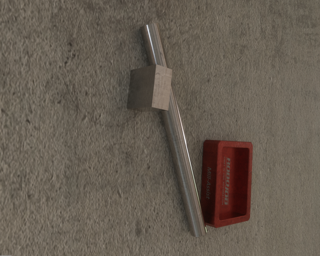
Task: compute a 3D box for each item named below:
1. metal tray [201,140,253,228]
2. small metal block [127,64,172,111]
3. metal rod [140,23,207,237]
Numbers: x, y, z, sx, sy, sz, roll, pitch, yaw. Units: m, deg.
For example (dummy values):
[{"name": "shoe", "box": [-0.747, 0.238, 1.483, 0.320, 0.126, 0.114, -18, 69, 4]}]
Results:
[{"name": "metal tray", "box": [0.108, 0.085, 0.494, 0.091, 0.030, 0.129, 5, 87, -40]}, {"name": "small metal block", "box": [-0.013, -0.047, 0.379, 0.025, 0.050, 0.050, 10, 84, -40]}, {"name": "metal rod", "box": [0.022, 0.011, 0.424, 0.025, 0.025, 0.298, -23, 105, -38]}]
